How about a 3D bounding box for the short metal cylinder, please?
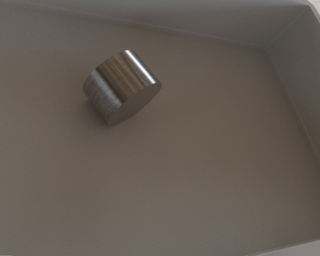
[{"bbox_3d":[-0.045,-0.047,0.375,0.081,0.080,0.050,-32,80,-38],"label":"short metal cylinder"}]
